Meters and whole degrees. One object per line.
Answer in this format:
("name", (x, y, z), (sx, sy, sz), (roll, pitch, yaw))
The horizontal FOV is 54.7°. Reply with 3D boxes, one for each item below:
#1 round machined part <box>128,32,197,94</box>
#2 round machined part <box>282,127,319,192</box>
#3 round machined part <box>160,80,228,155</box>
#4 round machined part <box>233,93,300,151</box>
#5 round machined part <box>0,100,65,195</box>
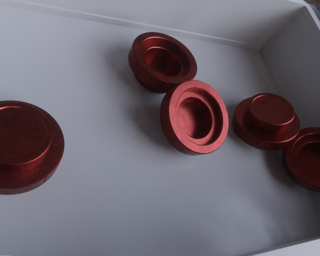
("round machined part", (0.001, -0.089, 0.448), (0.099, 0.042, 0.098), (14, 52, -18))
("round machined part", (0.239, 0.051, 0.477), (0.099, 0.042, 0.098), (-3, 62, 7))
("round machined part", (0.041, -0.011, 0.414), (0.099, 0.042, 0.098), (8, 75, -31))
("round machined part", (0.164, -0.016, 0.472), (0.099, 0.042, 0.098), (1, 48, -1))
("round machined part", (-0.146, 0.013, 0.309), (0.099, 0.042, 0.098), (14, 56, -21))
